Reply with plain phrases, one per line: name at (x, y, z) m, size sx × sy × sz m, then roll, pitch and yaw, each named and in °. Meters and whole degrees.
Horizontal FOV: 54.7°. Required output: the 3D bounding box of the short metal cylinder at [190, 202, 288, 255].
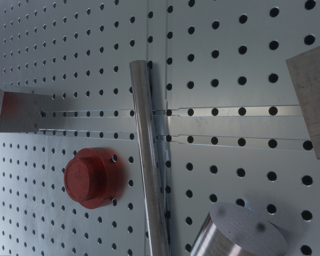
short metal cylinder at (0.077, 0.119, 0.310) m, size 0.080 × 0.081 × 0.050 m, roll 33°, pitch 111°, yaw 35°

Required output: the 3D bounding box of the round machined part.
round machined part at (-0.116, 0.081, 0.494) m, size 0.098 × 0.042 × 0.097 m, roll 0°, pitch 90°, yaw 40°

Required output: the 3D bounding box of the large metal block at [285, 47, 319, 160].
large metal block at (0.151, -0.022, 0.249) m, size 0.050 × 0.081 × 0.080 m, roll -21°, pitch 77°, yaw 38°

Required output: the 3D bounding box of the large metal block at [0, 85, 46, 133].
large metal block at (-0.279, -0.038, 0.604) m, size 0.050 × 0.081 × 0.079 m, roll 28°, pitch 107°, yaw 36°

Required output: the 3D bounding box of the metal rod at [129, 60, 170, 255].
metal rod at (-0.013, 0.056, 0.419) m, size 0.025 × 0.025 × 0.298 m, roll -11°, pitch 83°, yaw 39°
